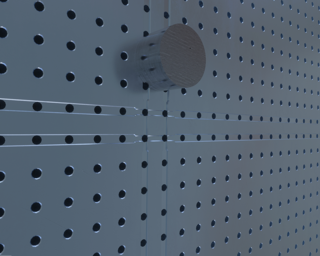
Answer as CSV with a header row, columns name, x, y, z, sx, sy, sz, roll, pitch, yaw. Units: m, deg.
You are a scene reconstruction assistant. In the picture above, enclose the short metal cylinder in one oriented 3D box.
name,x,y,z,sx,sy,sz,roll,pitch,yaw
short metal cylinder,0.014,-0.090,0.407,0.081,0.050,0.079,0,90,-40
